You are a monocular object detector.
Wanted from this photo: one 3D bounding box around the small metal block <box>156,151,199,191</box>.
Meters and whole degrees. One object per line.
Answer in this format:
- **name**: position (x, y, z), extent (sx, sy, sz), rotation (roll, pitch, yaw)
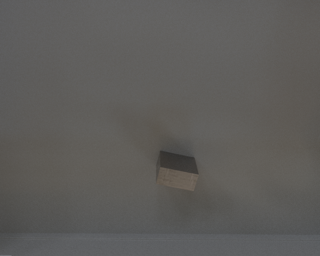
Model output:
- **small metal block**: position (0.022, 0.057, 0.419), extent (0.050, 0.050, 0.025), rotation (12, 110, -5)
